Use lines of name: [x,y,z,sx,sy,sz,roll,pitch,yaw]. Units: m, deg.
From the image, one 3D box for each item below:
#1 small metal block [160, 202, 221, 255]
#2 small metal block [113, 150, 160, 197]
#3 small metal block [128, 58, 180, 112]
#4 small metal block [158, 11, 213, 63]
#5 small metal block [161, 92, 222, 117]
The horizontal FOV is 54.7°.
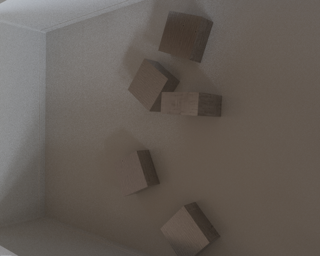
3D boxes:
small metal block: [0.036,0.127,0.376,0.050,0.025,0.050,-52,60,27]
small metal block: [-0.033,0.063,0.432,0.050,0.025,0.050,-30,72,36]
small metal block: [-0.009,-0.056,0.412,0.050,0.025,0.050,46,117,30]
small metal block: [0.031,-0.112,0.380,0.050,0.025,0.050,27,107,36]
small metal block: [0.037,-0.027,0.359,0.050,0.050,0.025,5,94,39]
